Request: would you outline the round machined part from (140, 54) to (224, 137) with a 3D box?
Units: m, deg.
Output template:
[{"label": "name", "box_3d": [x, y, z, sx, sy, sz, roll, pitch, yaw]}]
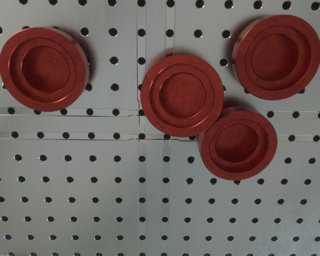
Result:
[{"label": "round machined part", "box_3d": [0.029, -0.040, 0.382, 0.098, 0.042, 0.097, 2, 101, 11]}]

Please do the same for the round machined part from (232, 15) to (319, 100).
[{"label": "round machined part", "box_3d": [0.136, -0.086, 0.375, 0.099, 0.042, 0.097, 0, 110, -1]}]

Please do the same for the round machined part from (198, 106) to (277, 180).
[{"label": "round machined part", "box_3d": [0.099, 0.017, 0.410, 0.099, 0.042, 0.097, -1, 112, -3]}]

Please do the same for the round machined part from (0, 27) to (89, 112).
[{"label": "round machined part", "box_3d": [-0.136, -0.072, 0.376, 0.099, 0.042, 0.097, 0, 110, -1]}]
